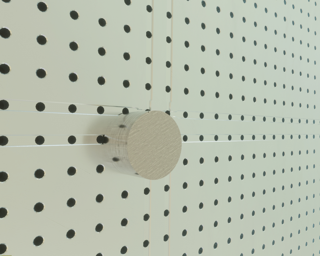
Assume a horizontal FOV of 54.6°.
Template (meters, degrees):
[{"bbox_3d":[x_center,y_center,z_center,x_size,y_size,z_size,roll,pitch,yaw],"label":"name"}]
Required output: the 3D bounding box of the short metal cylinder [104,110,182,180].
[{"bbox_3d":[-0.020,0.019,0.375,0.081,0.050,0.080,0,90,-40],"label":"short metal cylinder"}]
